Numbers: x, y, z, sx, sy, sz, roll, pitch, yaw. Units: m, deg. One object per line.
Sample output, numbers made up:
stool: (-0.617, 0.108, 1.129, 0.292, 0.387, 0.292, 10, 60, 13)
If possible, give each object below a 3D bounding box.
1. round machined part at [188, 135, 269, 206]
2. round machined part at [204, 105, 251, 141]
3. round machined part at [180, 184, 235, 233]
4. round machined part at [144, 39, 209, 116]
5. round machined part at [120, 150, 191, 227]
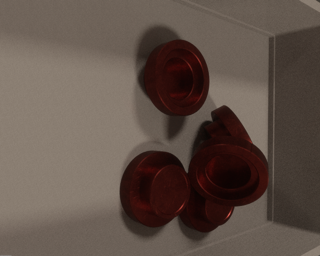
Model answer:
round machined part: (0.089, 0.051, 0.402, 0.098, 0.098, 0.042, 64, 28, -21)
round machined part: (0.099, 0.019, 0.457, 0.042, 0.098, 0.098, -28, 112, 1)
round machined part: (0.076, 0.107, 0.462, 0.099, 0.042, 0.097, 0, 90, -40)
round machined part: (0.018, -0.064, 0.412, 0.099, 0.042, 0.097, 0, 90, -40)
round machined part: (0.001, 0.079, 0.399, 0.099, 0.042, 0.097, 0, 90, -40)
